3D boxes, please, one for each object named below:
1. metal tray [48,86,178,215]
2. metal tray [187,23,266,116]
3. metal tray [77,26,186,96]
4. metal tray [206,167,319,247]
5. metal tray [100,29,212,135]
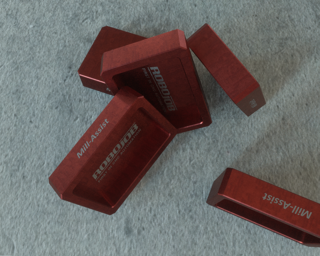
[{"bbox_3d":[-0.047,0.029,0.346,0.030,0.090,0.130,35,85,39],"label":"metal tray"},{"bbox_3d":[0.085,-0.064,0.377,0.030,0.130,0.090,-39,73,15],"label":"metal tray"},{"bbox_3d":[-0.035,-0.084,0.432,0.131,0.030,0.090,18,67,6],"label":"metal tray"},{"bbox_3d":[0.123,0.090,0.342,0.131,0.090,0.030,22,72,7],"label":"metal tray"},{"bbox_3d":[0.001,-0.041,0.355,0.090,0.130,0.030,-15,51,12],"label":"metal tray"}]
